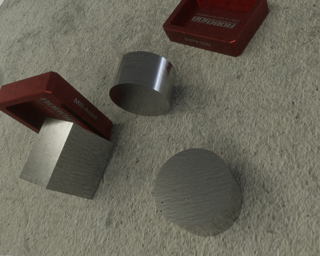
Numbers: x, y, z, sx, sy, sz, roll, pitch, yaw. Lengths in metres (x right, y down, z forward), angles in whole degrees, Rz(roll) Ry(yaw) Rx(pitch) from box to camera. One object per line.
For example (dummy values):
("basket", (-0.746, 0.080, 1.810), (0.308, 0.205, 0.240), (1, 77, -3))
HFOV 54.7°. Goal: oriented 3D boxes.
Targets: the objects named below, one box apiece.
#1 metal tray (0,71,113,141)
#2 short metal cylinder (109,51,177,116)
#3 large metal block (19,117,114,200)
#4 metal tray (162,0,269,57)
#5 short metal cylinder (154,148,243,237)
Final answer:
("metal tray", (-0.137, -0.017, 0.419), (0.090, 0.130, 0.030), (-10, 58, 23))
("short metal cylinder", (-0.022, -0.057, 0.415), (0.080, 0.080, 0.050), (-1, 61, 27))
("large metal block", (-0.116, 0.040, 0.398), (0.050, 0.080, 0.080), (11, 75, 33))
("metal tray", (0.079, -0.161, 0.457), (0.130, 0.030, 0.090), (26, 76, 37))
("short metal cylinder", (0.041, 0.068, 0.325), (0.080, 0.050, 0.080), (-13, 56, 21))
